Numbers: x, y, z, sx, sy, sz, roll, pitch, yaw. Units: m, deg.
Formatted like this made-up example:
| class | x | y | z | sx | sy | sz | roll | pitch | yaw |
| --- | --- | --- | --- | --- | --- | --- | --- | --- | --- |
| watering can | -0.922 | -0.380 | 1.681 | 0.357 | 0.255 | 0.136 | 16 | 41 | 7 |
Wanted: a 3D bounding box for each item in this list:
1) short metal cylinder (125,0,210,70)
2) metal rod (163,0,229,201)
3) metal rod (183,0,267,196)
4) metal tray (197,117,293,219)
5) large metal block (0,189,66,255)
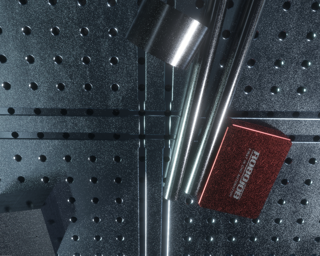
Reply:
| class | x | y | z | sx | sy | sz | roll | pitch | yaw |
| --- | --- | --- | --- | --- | --- | --- | --- | --- | --- |
| short metal cylinder | 0.008 | -0.106 | 0.345 | 0.080 | 0.080 | 0.050 | 26 | 108 | -10 |
| metal rod | 0.045 | -0.038 | 0.399 | 0.025 | 0.025 | 0.298 | 10 | 110 | -4 |
| metal rod | 0.083 | -0.047 | 0.394 | 0.025 | 0.025 | 0.298 | 14 | 108 | -6 |
| metal tray | 0.114 | 0.059 | 0.434 | 0.091 | 0.030 | 0.129 | 15 | 109 | -6 |
| large metal block | -0.193 | 0.140 | 0.449 | 0.080 | 0.050 | 0.079 | -7 | 110 | 2 |
